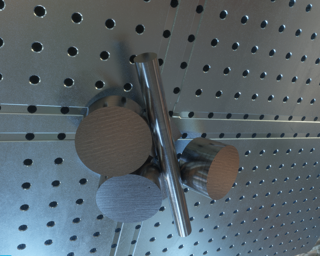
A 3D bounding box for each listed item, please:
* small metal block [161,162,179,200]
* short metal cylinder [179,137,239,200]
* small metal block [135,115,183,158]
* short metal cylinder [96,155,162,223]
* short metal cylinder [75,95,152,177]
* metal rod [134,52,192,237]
[{"bbox_3d":[0.010,0.071,0.456,0.050,0.025,0.050,-35,129,-5],"label":"small metal block"},{"bbox_3d":[0.071,0.057,0.448,0.081,0.050,0.079,-18,115,-43],"label":"short metal cylinder"},{"bbox_3d":[-0.006,0.004,0.406,0.050,0.025,0.050,-37,129,-4],"label":"small metal block"},{"bbox_3d":[-0.038,0.075,0.399,0.081,0.050,0.079,-1,120,-2],"label":"short metal cylinder"},{"bbox_3d":[-0.051,0.008,0.349,0.081,0.050,0.079,-2,109,-6],"label":"short metal cylinder"},{"bbox_3d":[0.012,0.045,0.408,0.025,0.025,0.298,-23,127,-14],"label":"metal rod"}]
